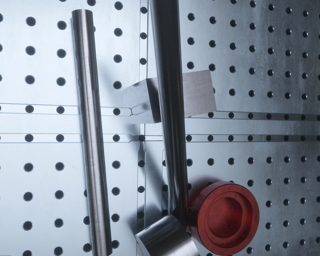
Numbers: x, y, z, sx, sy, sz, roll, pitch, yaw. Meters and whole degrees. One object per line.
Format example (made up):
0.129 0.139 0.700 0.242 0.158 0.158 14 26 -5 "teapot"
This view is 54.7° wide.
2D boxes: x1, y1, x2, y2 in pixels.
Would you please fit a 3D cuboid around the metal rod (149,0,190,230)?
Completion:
0.016 0.010 0.343 0.025 0.025 0.298 -20 127 -19 "metal rod"

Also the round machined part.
0.087 0.124 0.438 0.099 0.042 0.097 0 90 -20 "round machined part"

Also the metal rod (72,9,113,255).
-0.083 0.008 0.382 0.025 0.025 0.298 -5 92 -20 "metal rod"

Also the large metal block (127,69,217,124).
0.012 -0.037 0.389 0.081 0.080 0.050 -12 94 -20 "large metal block"

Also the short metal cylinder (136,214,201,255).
0.011 0.156 0.389 0.050 0.080 0.080 -27 99 -18 "short metal cylinder"
